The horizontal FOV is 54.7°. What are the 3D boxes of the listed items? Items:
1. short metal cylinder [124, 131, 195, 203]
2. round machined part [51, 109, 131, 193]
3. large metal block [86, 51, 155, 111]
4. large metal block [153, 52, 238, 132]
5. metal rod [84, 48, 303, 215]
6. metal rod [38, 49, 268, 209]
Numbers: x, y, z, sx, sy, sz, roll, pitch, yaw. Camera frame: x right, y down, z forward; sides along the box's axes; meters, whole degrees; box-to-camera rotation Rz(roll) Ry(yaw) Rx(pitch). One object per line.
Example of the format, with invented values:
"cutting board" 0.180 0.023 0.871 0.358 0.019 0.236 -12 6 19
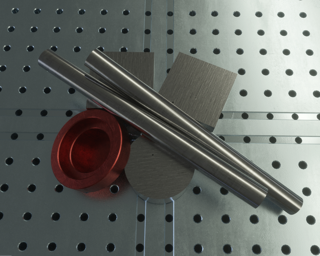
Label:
"short metal cylinder" 0.000 0.049 0.376 0.081 0.050 0.080 0 70 0
"round machined part" -0.079 0.030 0.375 0.098 0.042 0.098 -10 65 21
"large metal block" -0.048 -0.053 0.410 0.081 0.050 0.080 1 70 0
"large metal block" 0.045 -0.042 0.409 0.080 0.050 0.080 23 72 8
"metal rod" 0.042 0.006 0.366 0.301 0.025 0.025 36 73 -3
"metal rod" -0.016 -0.005 0.355 0.301 0.025 0.025 33 73 10
